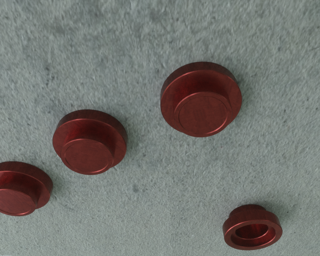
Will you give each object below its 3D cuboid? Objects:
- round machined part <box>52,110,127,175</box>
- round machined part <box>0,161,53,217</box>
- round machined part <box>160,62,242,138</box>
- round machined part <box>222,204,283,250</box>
[{"bbox_3d":[-0.095,0.026,0.417,0.099,0.042,0.097,-1,130,0],"label":"round machined part"},{"bbox_3d":[-0.221,0.100,0.478,0.099,0.042,0.097,-1,130,0],"label":"round machined part"},{"bbox_3d":[0.050,-0.027,0.374,0.099,0.042,0.097,-1,130,0],"label":"round machined part"},{"bbox_3d":[0.159,0.171,0.545,0.099,0.042,0.097,-1,130,0],"label":"round machined part"}]
